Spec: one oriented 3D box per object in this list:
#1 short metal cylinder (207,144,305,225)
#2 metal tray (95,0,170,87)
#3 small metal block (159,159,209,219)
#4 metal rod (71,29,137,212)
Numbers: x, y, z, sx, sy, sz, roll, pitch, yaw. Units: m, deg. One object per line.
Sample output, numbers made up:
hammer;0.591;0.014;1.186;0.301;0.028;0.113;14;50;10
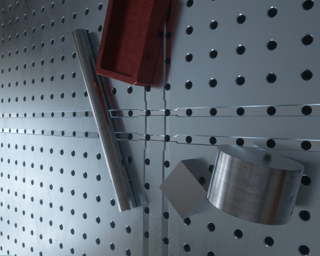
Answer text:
short metal cylinder;0.090;0.051;0.298;0.080;0.081;0.050;18;101;38
metal tray;-0.041;-0.131;0.437;0.090;0.030;0.129;22;104;37
small metal block;0.034;0.074;0.380;0.050;0.025;0.050;50;119;27
metal rod;-0.090;-0.021;0.481;0.025;0.025;0.299;-29;72;36
